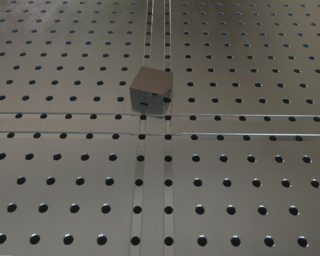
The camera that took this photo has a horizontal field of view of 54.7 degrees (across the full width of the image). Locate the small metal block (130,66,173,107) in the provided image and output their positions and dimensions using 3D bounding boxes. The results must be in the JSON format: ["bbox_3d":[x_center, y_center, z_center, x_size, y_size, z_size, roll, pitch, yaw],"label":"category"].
[{"bbox_3d":[-0.012,-0.062,0.460,0.050,0.025,0.050,14,51,11],"label":"small metal block"}]
